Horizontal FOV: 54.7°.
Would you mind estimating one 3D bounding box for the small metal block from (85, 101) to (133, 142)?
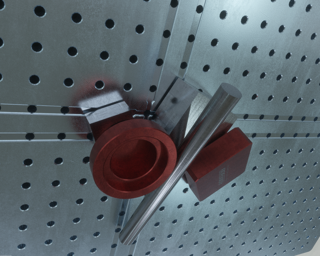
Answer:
[{"bbox_3d":[-0.058,0.001,0.377,0.050,0.025,0.050,-20,126,-17],"label":"small metal block"}]

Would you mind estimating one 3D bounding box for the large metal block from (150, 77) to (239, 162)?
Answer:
[{"bbox_3d":[0.041,-0.007,0.409,0.080,0.050,0.080,25,105,-37],"label":"large metal block"}]

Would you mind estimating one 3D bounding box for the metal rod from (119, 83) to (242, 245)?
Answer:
[{"bbox_3d":[0.010,0.067,0.402,0.025,0.025,0.298,6,131,-31],"label":"metal rod"}]

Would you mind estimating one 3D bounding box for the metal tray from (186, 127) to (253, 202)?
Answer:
[{"bbox_3d":[0.084,0.058,0.453,0.090,0.030,0.130,-33,154,-6],"label":"metal tray"}]

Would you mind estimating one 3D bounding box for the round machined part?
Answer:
[{"bbox_3d":[-0.033,0.032,0.362,0.099,0.042,0.097,-12,124,-18],"label":"round machined part"}]
